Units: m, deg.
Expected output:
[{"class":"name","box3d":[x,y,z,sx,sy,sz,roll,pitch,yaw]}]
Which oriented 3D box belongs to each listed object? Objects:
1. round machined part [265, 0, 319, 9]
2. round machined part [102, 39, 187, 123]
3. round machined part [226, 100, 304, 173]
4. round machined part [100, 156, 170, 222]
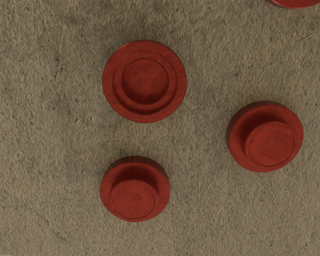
[{"class":"round machined part","box3d":[0.146,-0.181,0.335,0.099,0.042,0.097,0,110,0]},{"class":"round machined part","box3d":[-0.018,-0.058,0.379,0.099,0.042,0.097,0,110,0]},{"class":"round machined part","box3d":[0.140,0.016,0.408,0.099,0.042,0.097,0,110,0]},{"class":"round machined part","box3d":[-0.035,0.092,0.434,0.099,0.042,0.097,0,110,0]}]
